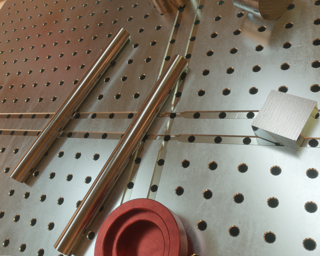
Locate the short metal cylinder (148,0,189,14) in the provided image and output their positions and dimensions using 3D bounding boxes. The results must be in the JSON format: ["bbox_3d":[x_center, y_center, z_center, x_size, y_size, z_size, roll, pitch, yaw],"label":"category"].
[{"bbox_3d":[0.011,-0.246,0.537,0.080,0.050,0.080,-13,56,21],"label":"short metal cylinder"}]

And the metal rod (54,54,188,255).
[{"bbox_3d":[-0.044,0.025,0.415,0.025,0.025,0.300,20,72,35],"label":"metal rod"}]

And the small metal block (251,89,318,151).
[{"bbox_3d":[0.137,-0.010,0.342,0.050,0.025,0.050,24,74,36],"label":"small metal block"}]

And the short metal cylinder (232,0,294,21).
[{"bbox_3d":[0.142,-0.192,0.416,0.080,0.080,0.050,-44,51,-2],"label":"short metal cylinder"}]

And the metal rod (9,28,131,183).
[{"bbox_3d":[-0.142,-0.044,0.509,0.025,0.025,0.300,23,74,36],"label":"metal rod"}]

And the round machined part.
[{"bbox_3d":[-0.017,0.128,0.328,0.098,0.042,0.098,-13,56,21],"label":"round machined part"}]
